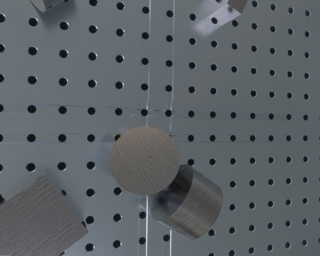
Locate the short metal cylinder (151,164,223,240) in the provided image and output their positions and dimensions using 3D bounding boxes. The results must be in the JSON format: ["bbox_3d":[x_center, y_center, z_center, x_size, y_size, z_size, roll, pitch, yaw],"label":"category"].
[{"bbox_3d":[0.033,0.093,0.395,0.050,0.080,0.080,37,78,-18],"label":"short metal cylinder"}]

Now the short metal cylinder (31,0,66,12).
[{"bbox_3d":[-0.128,-0.175,0.336,0.050,0.080,0.080,-39,103,-16],"label":"short metal cylinder"}]

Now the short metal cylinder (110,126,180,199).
[{"bbox_3d":[-0.016,0.044,0.376,0.080,0.050,0.080,-1,72,2],"label":"short metal cylinder"}]

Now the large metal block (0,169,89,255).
[{"bbox_3d":[-0.140,0.105,0.348,0.080,0.050,0.080,-36,102,-16],"label":"large metal block"}]

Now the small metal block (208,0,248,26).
[{"bbox_3d":[0.100,-0.180,0.436,0.025,0.050,0.050,28,81,-18],"label":"small metal block"}]
